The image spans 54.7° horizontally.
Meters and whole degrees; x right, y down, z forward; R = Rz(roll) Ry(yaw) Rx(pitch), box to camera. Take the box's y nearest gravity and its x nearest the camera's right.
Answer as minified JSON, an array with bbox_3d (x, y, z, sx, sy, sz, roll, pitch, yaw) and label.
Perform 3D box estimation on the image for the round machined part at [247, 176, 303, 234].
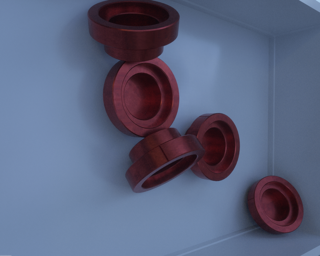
[{"bbox_3d":[0.197,0.137,0.546,0.099,0.042,0.098,8,62,-16],"label":"round machined part"}]

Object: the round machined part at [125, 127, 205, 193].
[{"bbox_3d":[0.002,0.035,0.375,0.099,0.097,0.042,-13,63,-40],"label":"round machined part"}]

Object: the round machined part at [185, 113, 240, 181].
[{"bbox_3d":[0.072,0.027,0.458,0.099,0.042,0.097,0,90,-40],"label":"round machined part"}]

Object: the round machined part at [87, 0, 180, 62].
[{"bbox_3d":[-0.029,-0.108,0.346,0.099,0.098,0.042,-32,142,-36],"label":"round machined part"}]

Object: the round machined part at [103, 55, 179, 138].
[{"bbox_3d":[-0.026,-0.037,0.375,0.099,0.042,0.097,0,90,-40],"label":"round machined part"}]
